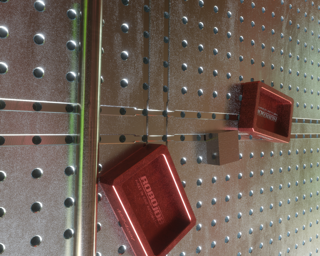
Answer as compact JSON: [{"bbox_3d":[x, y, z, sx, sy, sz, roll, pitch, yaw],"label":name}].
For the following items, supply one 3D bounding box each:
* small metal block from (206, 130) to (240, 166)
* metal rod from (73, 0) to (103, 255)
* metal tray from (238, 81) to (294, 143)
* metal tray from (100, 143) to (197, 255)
[{"bbox_3d":[0.101,0.030,0.497,0.050,0.025,0.050,-7,95,-40],"label":"small metal block"},{"bbox_3d":[-0.080,0.007,0.343,0.025,0.025,0.298,2,89,-40],"label":"metal rod"},{"bbox_3d":[0.201,-0.026,0.577,0.131,0.030,0.090,15,81,-39],"label":"metal tray"},{"bbox_3d":[-0.010,0.096,0.399,0.091,0.030,0.129,-35,112,-35],"label":"metal tray"}]
